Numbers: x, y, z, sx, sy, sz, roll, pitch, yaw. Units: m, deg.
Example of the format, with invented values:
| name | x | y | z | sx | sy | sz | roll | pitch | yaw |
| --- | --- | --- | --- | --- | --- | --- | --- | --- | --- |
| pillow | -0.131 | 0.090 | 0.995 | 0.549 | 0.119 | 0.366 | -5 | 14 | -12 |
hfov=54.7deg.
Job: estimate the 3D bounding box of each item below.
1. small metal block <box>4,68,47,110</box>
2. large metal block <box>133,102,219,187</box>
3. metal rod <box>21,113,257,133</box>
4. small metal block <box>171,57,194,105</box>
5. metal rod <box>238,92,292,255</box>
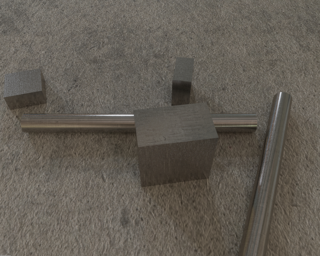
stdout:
| name | x | y | z | sx | sy | sz | roll | pitch | yaw |
| --- | --- | --- | --- | --- | --- | --- | --- | --- | --- |
| small metal block | -0.195 | -0.057 | 0.449 | 0.050 | 0.025 | 0.050 | -12 | 51 | -11 |
| large metal block | 0.015 | 0.020 | 0.351 | 0.081 | 0.080 | 0.050 | -6 | 51 | -6 |
| metal rod | -0.026 | -0.007 | 0.408 | 0.302 | 0.025 | 0.025 | 0 | 50 | -1 |
| small metal block | 0.033 | -0.065 | 0.442 | 0.025 | 0.050 | 0.050 | 7 | 50 | 5 |
| metal rod | 0.119 | 0.065 | 0.349 | 0.025 | 0.025 | 0.301 | 17 | 52 | 13 |
